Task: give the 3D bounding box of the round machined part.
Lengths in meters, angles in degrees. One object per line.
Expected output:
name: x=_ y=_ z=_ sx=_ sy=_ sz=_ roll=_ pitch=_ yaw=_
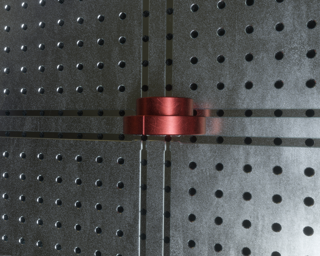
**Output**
round machined part: x=0.005 y=-0.014 z=0.371 sx=0.098 sy=0.098 sz=0.042 roll=0 pitch=90 yaw=19
